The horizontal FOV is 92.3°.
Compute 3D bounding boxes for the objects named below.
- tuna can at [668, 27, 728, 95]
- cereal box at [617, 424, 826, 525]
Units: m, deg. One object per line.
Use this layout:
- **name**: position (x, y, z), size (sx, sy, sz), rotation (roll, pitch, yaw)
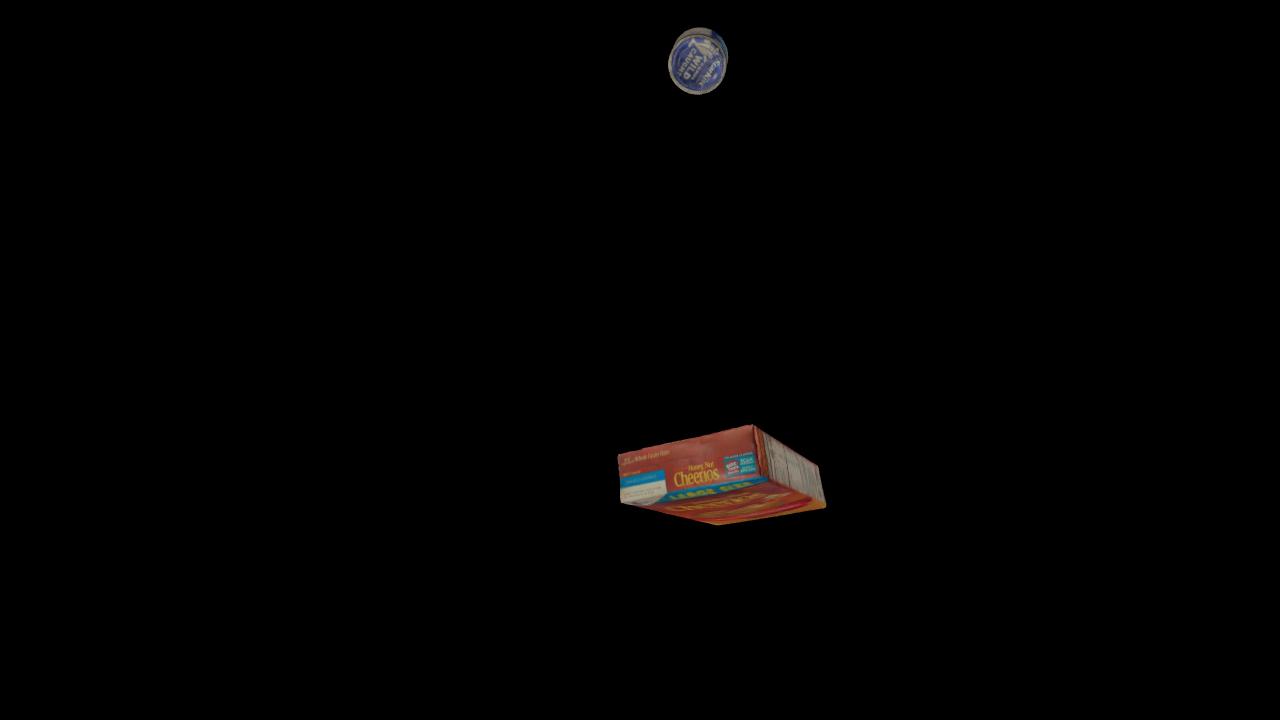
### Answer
- **tuna can**: position (0.084, -0.431, 0.887), size (0.084, 0.034, 0.084), rotation (9, -41, 8)
- **cereal box**: position (0.131, 0.181, 0.904), size (0.203, 0.081, 0.306), rotation (-17, -26, 26)
